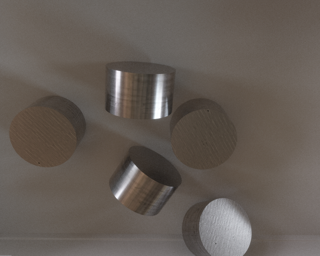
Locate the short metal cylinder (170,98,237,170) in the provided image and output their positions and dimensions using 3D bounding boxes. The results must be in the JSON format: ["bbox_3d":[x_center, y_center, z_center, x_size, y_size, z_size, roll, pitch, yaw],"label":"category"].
[{"bbox_3d":[0.054,0.007,0.401,0.081,0.050,0.079,0,110,0],"label":"short metal cylinder"}]

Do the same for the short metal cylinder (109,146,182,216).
[{"bbox_3d":[-0.019,0.068,0.407,0.080,0.080,0.050,30,107,-11],"label":"short metal cylinder"}]

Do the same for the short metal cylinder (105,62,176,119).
[{"bbox_3d":[-0.024,-0.047,0.364,0.081,0.080,0.050,4,110,-2],"label":"short metal cylinder"}]

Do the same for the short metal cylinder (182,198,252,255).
[{"bbox_3d":[0.078,0.140,0.428,0.081,0.050,0.080,8,69,-21],"label":"short metal cylinder"}]

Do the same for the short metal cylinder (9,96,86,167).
[{"bbox_3d":[-0.141,0.003,0.398,0.081,0.050,0.079,0,110,0],"label":"short metal cylinder"}]
